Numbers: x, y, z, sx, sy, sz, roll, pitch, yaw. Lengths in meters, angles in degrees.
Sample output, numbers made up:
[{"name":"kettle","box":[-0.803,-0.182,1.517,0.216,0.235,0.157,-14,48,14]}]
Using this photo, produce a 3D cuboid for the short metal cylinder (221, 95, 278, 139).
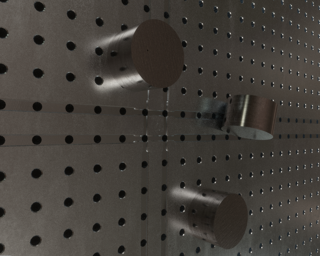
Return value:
[{"name":"short metal cylinder","box":[0.143,-0.016,0.496,0.080,0.080,0.050,22,76,-38]}]

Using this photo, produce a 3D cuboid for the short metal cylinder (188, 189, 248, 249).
[{"name":"short metal cylinder","box":[0.089,0.136,0.470,0.081,0.050,0.079,0,90,-40]}]

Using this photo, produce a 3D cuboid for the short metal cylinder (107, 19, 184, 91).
[{"name":"short metal cylinder","box":[-0.017,-0.087,0.380,0.081,0.050,0.079,0,90,-40]}]
